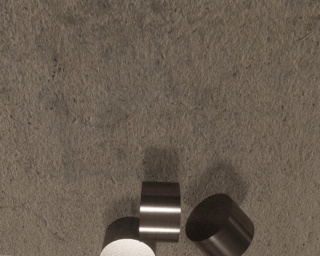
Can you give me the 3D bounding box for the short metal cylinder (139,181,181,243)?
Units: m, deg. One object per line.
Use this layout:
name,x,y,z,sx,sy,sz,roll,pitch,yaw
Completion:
short metal cylinder,-0.001,0.114,0.423,0.050,0.080,0.079,2,110,-1

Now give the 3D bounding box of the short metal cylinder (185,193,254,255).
short metal cylinder,0.083,0.139,0.433,0.080,0.080,0.050,-39,106,13

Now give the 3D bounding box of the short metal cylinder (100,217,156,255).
short metal cylinder,-0.046,0.181,0.463,0.081,0.050,0.079,0,110,-1
